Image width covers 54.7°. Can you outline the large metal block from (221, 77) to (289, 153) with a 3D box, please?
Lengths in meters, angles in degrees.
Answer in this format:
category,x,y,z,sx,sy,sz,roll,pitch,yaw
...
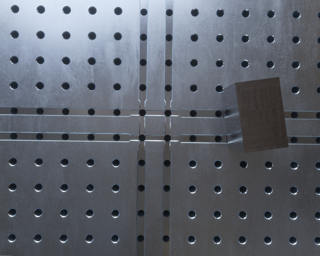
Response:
category,x,y,z,sx,sy,sz,roll,pitch,yaw
large metal block,0.114,-0.015,0.387,0.050,0.080,0.080,-8,90,0
